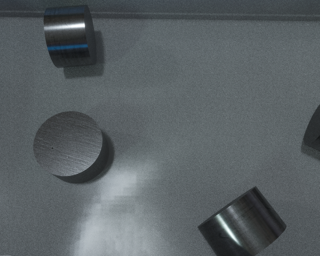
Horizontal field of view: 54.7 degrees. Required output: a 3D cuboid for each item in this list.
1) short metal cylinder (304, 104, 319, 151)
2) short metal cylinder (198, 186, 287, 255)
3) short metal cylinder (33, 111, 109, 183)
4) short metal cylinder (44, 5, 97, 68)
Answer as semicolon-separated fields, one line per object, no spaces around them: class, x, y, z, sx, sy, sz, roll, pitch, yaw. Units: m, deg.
short metal cylinder;0.224;-0.003;0.383;0.050;0.080;0.080;27;72;9
short metal cylinder;0.089;0.108;0.341;0.080;0.080;0.050;-32;73;-11
short metal cylinder;-0.108;0.025;0.386;0.081;0.050;0.080;0;70;0
short metal cylinder;-0.120;-0.125;0.425;0.050;0.080;0.080;-5;70;-2
